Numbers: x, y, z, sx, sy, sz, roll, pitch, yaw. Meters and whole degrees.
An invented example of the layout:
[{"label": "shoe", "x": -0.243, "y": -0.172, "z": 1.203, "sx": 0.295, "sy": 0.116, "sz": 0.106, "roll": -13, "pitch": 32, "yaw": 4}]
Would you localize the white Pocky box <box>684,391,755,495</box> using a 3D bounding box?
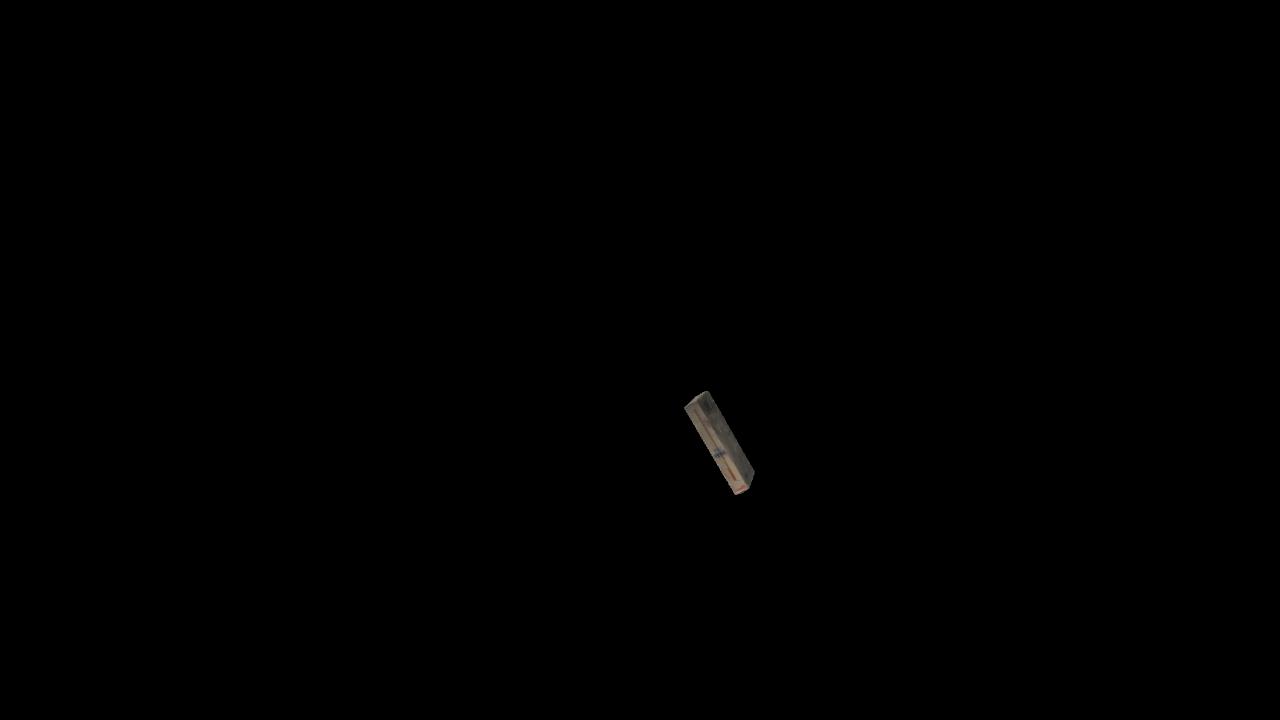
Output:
[{"label": "white Pocky box", "x": 0.125, "y": 0.125, "z": 0.951, "sx": 0.028, "sy": 0.154, "sz": 0.084, "roll": -31, "pitch": -2, "yaw": 18}]
